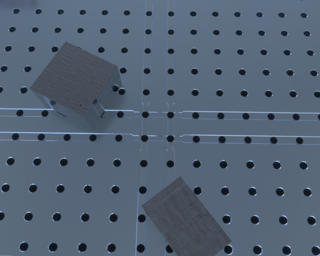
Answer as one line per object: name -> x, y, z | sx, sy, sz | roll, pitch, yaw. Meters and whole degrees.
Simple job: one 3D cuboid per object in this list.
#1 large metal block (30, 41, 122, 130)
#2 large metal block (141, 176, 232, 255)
large metal block -> -0.109, -0.057, 0.419 | 0.080, 0.050, 0.080 | 27, 72, 9
large metal block -> 0.026, 0.107, 0.344 | 0.050, 0.080, 0.080 | -36, 74, -12
